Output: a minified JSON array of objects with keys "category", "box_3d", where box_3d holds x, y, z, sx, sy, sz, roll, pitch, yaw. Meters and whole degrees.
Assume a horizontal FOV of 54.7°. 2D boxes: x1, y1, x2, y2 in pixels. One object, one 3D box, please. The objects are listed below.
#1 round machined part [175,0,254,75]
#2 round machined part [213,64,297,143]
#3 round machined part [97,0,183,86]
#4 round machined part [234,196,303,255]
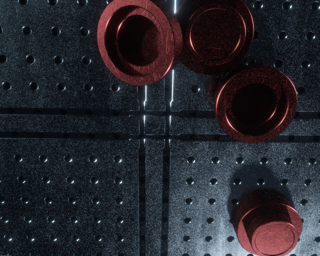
[{"category":"round machined part","box_3d":[0.062,-0.111,0.364,0.099,0.042,0.097,0,110,-1]},{"category":"round machined part","box_3d":[0.117,-0.033,0.394,0.099,0.042,0.097,0,110,-1]},{"category":"round machined part","box_3d":[-0.019,-0.100,0.354,0.098,0.042,0.097,12,117,24]},{"category":"round machined part","box_3d":[0.165,0.154,0.464,0.099,0.042,0.097,0,110,-1]}]
